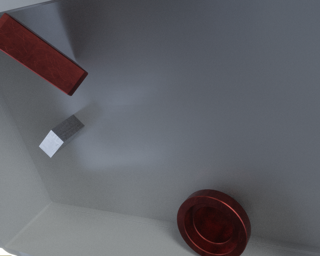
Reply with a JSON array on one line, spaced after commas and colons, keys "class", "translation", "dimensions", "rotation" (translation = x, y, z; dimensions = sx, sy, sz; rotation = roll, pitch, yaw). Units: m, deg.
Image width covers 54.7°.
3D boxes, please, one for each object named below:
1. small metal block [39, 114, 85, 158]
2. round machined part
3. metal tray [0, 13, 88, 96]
[{"class": "small metal block", "translation": [-0.151, 0.012, 0.477], "dimensions": [0.025, 0.050, 0.050], "rotation": [46, 129, -4]}, {"class": "round machined part", "translation": [0.076, 0.129, 0.428], "dimensions": [0.098, 0.042, 0.097], "rotation": [10, 111, 28]}, {"class": "metal tray", "translation": [-0.135, -0.084, 0.349], "dimensions": [0.090, 0.130, 0.030], "rotation": [36, 91, -27]}]
